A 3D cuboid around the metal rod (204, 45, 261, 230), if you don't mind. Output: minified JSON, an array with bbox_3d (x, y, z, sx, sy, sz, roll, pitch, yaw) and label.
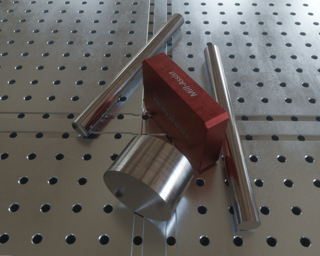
[{"bbox_3d":[0.089,-0.013,0.419,0.025,0.025,0.300,-1,50,-1],"label":"metal rod"}]

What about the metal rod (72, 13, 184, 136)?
[{"bbox_3d":[-0.036,-0.100,0.491,0.025,0.025,0.301,22,53,17],"label":"metal rod"}]

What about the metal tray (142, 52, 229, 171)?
[{"bbox_3d":[0.025,-0.022,0.383,0.030,0.089,0.130,-26,55,-20],"label":"metal tray"}]

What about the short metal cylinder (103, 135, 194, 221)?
[{"bbox_3d":[-0.012,0.053,0.327,0.080,0.080,0.050,23,54,18],"label":"short metal cylinder"}]
